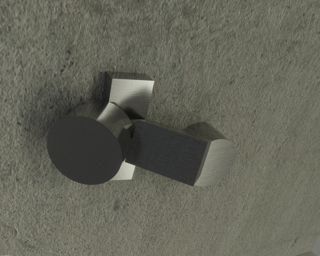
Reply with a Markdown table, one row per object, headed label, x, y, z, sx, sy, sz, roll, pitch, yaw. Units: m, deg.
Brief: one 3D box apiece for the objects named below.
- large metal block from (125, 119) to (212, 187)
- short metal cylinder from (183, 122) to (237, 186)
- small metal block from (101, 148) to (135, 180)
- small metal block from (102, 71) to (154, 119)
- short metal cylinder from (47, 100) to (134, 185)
| label | x | y | z | sx | sy | sz | roll | pitch | yaw |
| --- | --- | --- | --- | --- | --- | --- | --- | --- | --- |
| large metal block | 0.014 | 0.027 | 0.374 | 0.080 | 0.080 | 0.050 | 1 | 107 | -77 |
| short metal cylinder | 0.063 | 0.038 | 0.452 | 0.081 | 0.050 | 0.079 | -14 | 125 | -21 |
| small metal block | -0.059 | 0.040 | 0.402 | 0.050 | 0.025 | 0.050 | 3 | 117 | -30 |
| small metal block | -0.039 | -0.038 | 0.364 | 0.050 | 0.025 | 0.050 | -1 | 119 | -28 |
| short metal cylinder | -0.073 | 0.015 | 0.339 | 0.080 | 0.050 | 0.079 | 4 | 114 | 9 |
